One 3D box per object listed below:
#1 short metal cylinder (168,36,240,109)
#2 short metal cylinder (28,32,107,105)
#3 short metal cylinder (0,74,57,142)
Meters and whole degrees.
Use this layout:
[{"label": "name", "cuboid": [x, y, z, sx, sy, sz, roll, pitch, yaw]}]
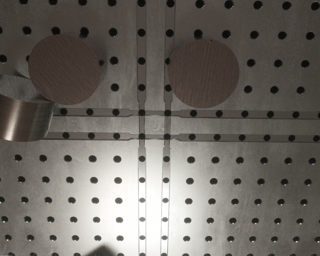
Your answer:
[{"label": "short metal cylinder", "cuboid": [0.050, -0.069, 0.375, 0.081, 0.050, 0.079, 0, 110, -1]}, {"label": "short metal cylinder", "cuboid": [-0.108, -0.073, 0.372, 0.081, 0.050, 0.079, 0, 110, -1]}, {"label": "short metal cylinder", "cuboid": [-0.170, -0.025, 0.372, 0.080, 0.080, 0.050, 20, 109, -8]}]
